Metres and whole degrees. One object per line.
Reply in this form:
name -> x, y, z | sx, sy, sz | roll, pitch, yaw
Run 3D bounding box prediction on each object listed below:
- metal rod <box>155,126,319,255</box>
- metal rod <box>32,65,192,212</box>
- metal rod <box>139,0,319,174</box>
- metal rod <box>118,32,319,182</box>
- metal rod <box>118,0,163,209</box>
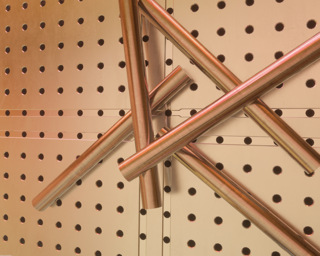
metal rod -> 0.112, 0.100, 0.372 | 0.300, 0.025, 0.025 | 40, 102, 15
metal rod -> -0.076, 0.023, 0.438 | 0.299, 0.025, 0.025 | -41, 78, 15
metal rod -> 0.077, -0.063, 0.384 | 0.025, 0.025, 0.300 | -46, 76, 14
metal rod -> 0.083, -0.030, 0.352 | 0.301, 0.025, 0.025 | -33, 79, 4
metal rod -> -0.027, -0.050, 0.394 | 0.025, 0.025, 0.298 | -9, 85, 19
